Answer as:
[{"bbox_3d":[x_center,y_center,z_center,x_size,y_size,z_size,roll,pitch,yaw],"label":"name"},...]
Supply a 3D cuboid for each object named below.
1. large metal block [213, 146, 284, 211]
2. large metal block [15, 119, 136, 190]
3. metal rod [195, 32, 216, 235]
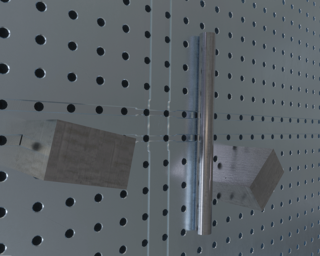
[{"bbox_3d":[0.133,0.075,0.486,0.080,0.080,0.050,-47,119,-30],"label":"large metal block"},{"bbox_3d":[-0.083,0.026,0.304,0.081,0.080,0.050,16,80,-39],"label":"large metal block"},{"bbox_3d":[0.068,0.007,0.466,0.025,0.025,0.298,2,89,-40],"label":"metal rod"}]
